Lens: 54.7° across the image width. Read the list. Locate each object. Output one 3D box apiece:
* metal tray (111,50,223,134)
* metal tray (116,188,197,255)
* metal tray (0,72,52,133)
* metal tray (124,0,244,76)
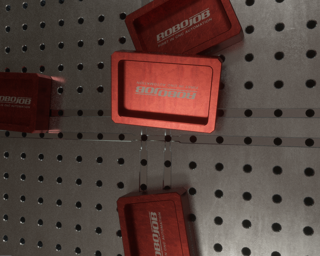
[{"bbox_3d":[0.007,-0.046,0.382,0.131,0.030,0.089,6,109,10],"label":"metal tray"},{"bbox_3d":[-0.002,0.150,0.409,0.090,0.030,0.129,-10,87,19],"label":"metal tray"},{"bbox_3d":[-0.238,-0.042,0.491,0.130,0.030,0.089,5,92,19],"label":"metal tray"},{"bbox_3d":[0.029,-0.129,0.398,0.130,0.030,0.090,-23,83,18],"label":"metal tray"}]
